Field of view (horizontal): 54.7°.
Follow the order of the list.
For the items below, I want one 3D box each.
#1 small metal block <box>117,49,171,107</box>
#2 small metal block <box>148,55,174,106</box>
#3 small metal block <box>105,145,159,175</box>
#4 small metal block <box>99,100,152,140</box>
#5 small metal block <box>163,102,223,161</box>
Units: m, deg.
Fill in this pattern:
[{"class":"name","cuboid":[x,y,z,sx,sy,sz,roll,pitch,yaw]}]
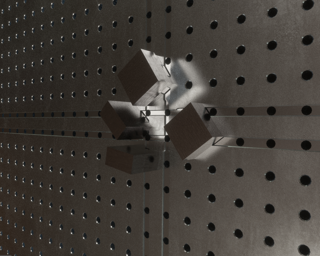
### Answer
[{"class":"small metal block","cuboid":[-0.021,-0.062,0.392,0.050,0.025,0.050,-41,66,32]},{"class":"small metal block","cuboid":[-0.016,-0.065,0.421,0.050,0.025,0.050,-40,66,32]},{"class":"small metal block","cuboid":[-0.038,0.042,0.422,0.050,0.050,0.025,13,98,39]},{"class":"small metal block","cuboid":[-0.047,-0.011,0.430,0.025,0.050,0.050,-52,60,27]},{"class":"small metal block","cuboid":[0.039,0.004,0.375,0.050,0.025,0.050,-43,65,31]}]
